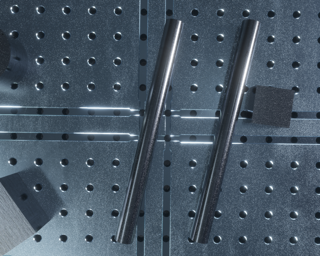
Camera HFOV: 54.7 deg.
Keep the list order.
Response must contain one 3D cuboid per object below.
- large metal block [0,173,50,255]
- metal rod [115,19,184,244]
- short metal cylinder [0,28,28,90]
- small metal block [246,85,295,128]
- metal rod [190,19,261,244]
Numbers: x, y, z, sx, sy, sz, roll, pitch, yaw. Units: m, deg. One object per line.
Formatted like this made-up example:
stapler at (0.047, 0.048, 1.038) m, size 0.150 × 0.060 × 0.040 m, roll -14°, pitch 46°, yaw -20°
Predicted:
large metal block at (-0.206, 0.116, 0.398) m, size 0.080 × 0.050 × 0.080 m, roll -35°, pitch 90°, yaw 0°
metal rod at (-0.014, 0.004, 0.413) m, size 0.025 × 0.025 × 0.298 m, roll 13°, pitch 90°, yaw -1°
short metal cylinder at (-0.221, -0.091, 0.398) m, size 0.081 × 0.050 × 0.079 m, roll 0°, pitch 90°, yaw -1°
small metal block at (0.147, -0.028, 0.415) m, size 0.050 × 0.025 × 0.050 m, roll 8°, pitch 90°, yaw -1°
metal rod at (0.087, 0.004, 0.414) m, size 0.025 × 0.025 × 0.298 m, roll 14°, pitch 90°, yaw -1°
